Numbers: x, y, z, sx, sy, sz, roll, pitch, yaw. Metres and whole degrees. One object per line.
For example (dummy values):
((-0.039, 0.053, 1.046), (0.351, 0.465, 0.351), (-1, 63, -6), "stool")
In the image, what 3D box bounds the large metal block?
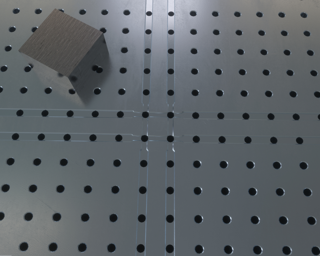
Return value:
((-0.132, -0.107, 0.437), (0.080, 0.050, 0.080), (29, 73, 10), "large metal block")
